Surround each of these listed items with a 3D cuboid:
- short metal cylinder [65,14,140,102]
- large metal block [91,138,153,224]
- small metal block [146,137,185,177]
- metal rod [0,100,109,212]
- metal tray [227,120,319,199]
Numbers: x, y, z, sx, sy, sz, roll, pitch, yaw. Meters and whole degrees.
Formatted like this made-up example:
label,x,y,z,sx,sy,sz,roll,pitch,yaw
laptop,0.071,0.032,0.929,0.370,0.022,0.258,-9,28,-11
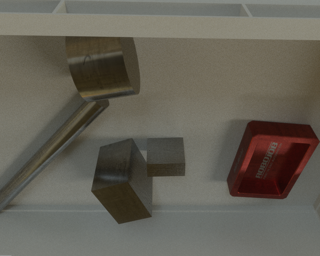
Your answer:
label,x,y,z,sx,sy,sz,roll,pitch,yaw
short metal cylinder,-0.054,-0.069,0.313,0.050,0.080,0.080,-9,130,7
large metal block,-0.049,0.075,0.436,0.050,0.080,0.080,-16,129,13
small metal block,0.008,0.039,0.426,0.050,0.050,0.025,-1,130,1
metal rod,-0.174,0.049,0.447,0.025,0.025,0.299,35,121,-27
metal tray,0.158,0.051,0.451,0.091,0.030,0.129,4,130,-4
